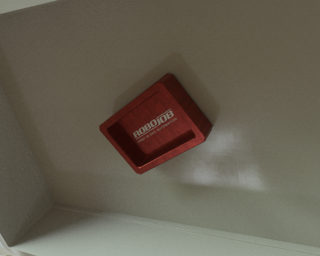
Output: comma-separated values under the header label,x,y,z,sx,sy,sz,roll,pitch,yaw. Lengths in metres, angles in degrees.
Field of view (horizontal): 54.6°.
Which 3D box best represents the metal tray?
label,x,y,z,sx,sy,sz,roll,pitch,yaw
metal tray,-0.009,0.000,0.407,0.130,0.030,0.090,-32,101,38
